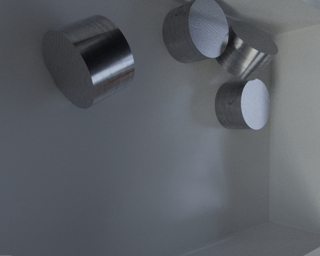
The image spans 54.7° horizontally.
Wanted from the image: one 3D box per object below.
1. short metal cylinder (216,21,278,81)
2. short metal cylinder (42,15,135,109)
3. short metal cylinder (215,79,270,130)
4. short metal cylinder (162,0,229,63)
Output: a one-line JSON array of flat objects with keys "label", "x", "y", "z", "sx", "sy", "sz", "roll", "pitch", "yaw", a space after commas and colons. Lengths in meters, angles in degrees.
[{"label": "short metal cylinder", "x": 0.130, "y": -0.118, "z": 0.473, "sx": 0.081, "sy": 0.050, "sz": 0.080, "roll": 17, "pitch": 44, "yaw": -17}, {"label": "short metal cylinder", "x": -0.072, "y": -0.066, "z": 0.310, "sx": 0.050, "sy": 0.080, "sz": 0.080, "roll": -36, "pitch": 112, "yaw": -34}, {"label": "short metal cylinder", "x": 0.135, "y": -0.037, "z": 0.503, "sx": 0.081, "sy": 0.050, "sz": 0.080, "roll": 0, "pitch": 90, "yaw": -40}, {"label": "short metal cylinder", "x": 0.050, "y": -0.134, "z": 0.432, "sx": 0.081, "sy": 0.050, "sz": 0.080, "roll": 0, "pitch": 90, "yaw": -40}]
